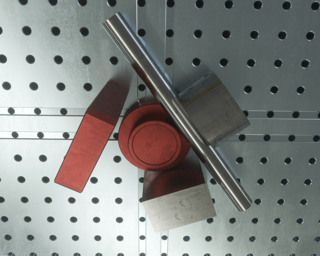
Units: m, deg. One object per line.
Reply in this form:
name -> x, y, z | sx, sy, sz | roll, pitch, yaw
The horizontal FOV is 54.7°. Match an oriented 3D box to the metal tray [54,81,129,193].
metal tray -> -0.074, 0.003, 0.358 | 0.030, 0.130, 0.089 | 26, 108, -9

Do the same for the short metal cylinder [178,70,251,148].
short metal cylinder -> 0.065, -0.023, 0.375 | 0.050, 0.080, 0.080 | -35, 107, 12

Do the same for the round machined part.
round machined part -> -0.007, 0.015, 0.409 | 0.099, 0.042, 0.097 | 0, 110, -1

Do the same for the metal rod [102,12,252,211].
metal rod -> 0.031, -0.008, 0.388 | 0.025, 0.025, 0.299 | -34, 107, 11

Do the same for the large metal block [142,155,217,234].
large metal block -> 0.024, 0.086, 0.416 | 0.080, 0.080, 0.050 | -18, 109, 6
